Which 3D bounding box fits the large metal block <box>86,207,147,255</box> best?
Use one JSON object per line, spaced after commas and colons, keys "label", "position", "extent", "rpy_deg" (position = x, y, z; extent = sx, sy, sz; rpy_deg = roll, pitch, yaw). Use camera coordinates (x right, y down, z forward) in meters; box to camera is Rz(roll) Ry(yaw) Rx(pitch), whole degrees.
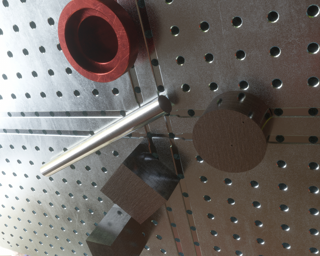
{"label": "large metal block", "position": [-0.072, 0.197, 0.536], "extent": [0.050, 0.080, 0.080], "rpy_deg": [0, 119, 28]}

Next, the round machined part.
{"label": "round machined part", "position": [-0.068, -0.107, 0.370], "extent": [0.098, 0.042, 0.097], "rpy_deg": [13, 124, 21]}

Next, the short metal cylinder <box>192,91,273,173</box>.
{"label": "short metal cylinder", "position": [0.083, 0.004, 0.354], "extent": [0.080, 0.050, 0.079], "rpy_deg": [13, 124, 21]}

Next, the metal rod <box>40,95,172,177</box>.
{"label": "metal rod", "position": [-0.101, 0.023, 0.478], "extent": [0.299, 0.025, 0.025], "rpy_deg": [-27, 104, 37]}

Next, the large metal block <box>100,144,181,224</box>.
{"label": "large metal block", "position": [-0.030, 0.085, 0.463], "extent": [0.080, 0.050, 0.080], "rpy_deg": [40, 129, 1]}
